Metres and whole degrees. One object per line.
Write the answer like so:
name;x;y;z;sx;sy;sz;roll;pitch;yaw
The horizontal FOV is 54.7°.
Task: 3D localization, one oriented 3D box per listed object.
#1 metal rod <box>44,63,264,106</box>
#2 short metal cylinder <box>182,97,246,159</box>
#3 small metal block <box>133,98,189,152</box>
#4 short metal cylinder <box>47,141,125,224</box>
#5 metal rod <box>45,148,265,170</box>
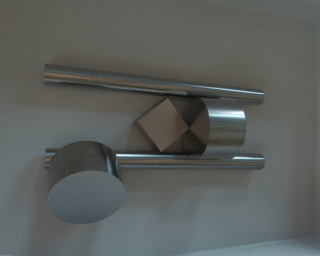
metal rod;0.007;-0.054;0.412;0.302;0.025;0.025;3;89;-21
short metal cylinder;0.068;0.001;0.406;0.050;0.080;0.079;2;90;-20
small metal block;0.002;-0.004;0.410;0.050;0.025;0.050;-40;103;-16
short metal cylinder;-0.083;0.061;0.347;0.081;0.050;0.079;-9;127;-12
metal rod;0.008;0.043;0.412;0.303;0.025;0.025;3;89;-21
